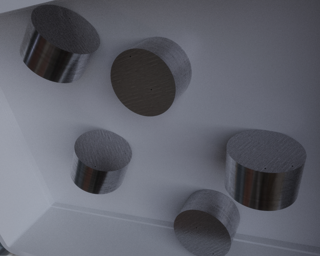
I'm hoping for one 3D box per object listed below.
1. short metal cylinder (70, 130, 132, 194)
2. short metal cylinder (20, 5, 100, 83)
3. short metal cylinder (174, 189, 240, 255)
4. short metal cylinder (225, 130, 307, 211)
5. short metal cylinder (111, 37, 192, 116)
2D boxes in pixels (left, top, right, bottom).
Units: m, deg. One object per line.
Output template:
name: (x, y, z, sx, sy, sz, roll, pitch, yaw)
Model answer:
short metal cylinder: (-0.086, 0.048, 0.448, 0.080, 0.080, 0.050, 29, 128, 9)
short metal cylinder: (-0.120, -0.101, 0.374, 0.080, 0.080, 0.050, 42, 129, -1)
short metal cylinder: (0.066, 0.134, 0.434, 0.080, 0.050, 0.079, 11, 117, 24)
short metal cylinder: (0.113, 0.044, 0.341, 0.080, 0.080, 0.050, 10, 123, 22)
short metal cylinder: (-0.009, -0.060, 0.360, 0.080, 0.050, 0.079, 13, 124, 21)
